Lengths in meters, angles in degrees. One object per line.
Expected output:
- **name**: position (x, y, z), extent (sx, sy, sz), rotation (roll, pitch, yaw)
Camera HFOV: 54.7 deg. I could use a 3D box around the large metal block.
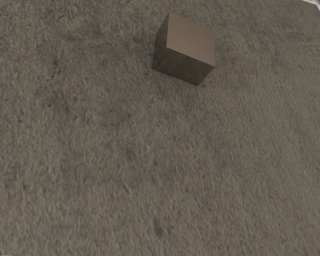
- **large metal block**: position (0.037, -0.123, 0.485), extent (0.081, 0.050, 0.080), rotation (17, 55, -19)
